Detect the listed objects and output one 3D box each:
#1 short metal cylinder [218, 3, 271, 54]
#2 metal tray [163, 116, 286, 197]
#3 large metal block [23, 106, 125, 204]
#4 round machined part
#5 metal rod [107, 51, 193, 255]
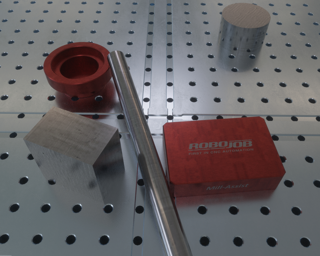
[{"bbox_3d":[0.145,-0.174,0.538,0.081,0.050,0.080,0,50,0],"label":"short metal cylinder"},{"bbox_3d":[0.072,0.032,0.378,0.131,0.030,0.090,-4,50,-4],"label":"metal tray"},{"bbox_3d":[-0.090,0.031,0.345,0.080,0.080,0.050,18,53,15],"label":"large metal block"},{"bbox_3d":[-0.119,-0.083,0.466,0.099,0.042,0.098,0,50,0],"label":"round machined part"},{"bbox_3d":[-0.019,0.020,0.365,0.025,0.025,0.299,-13,59,-11],"label":"metal rod"}]
